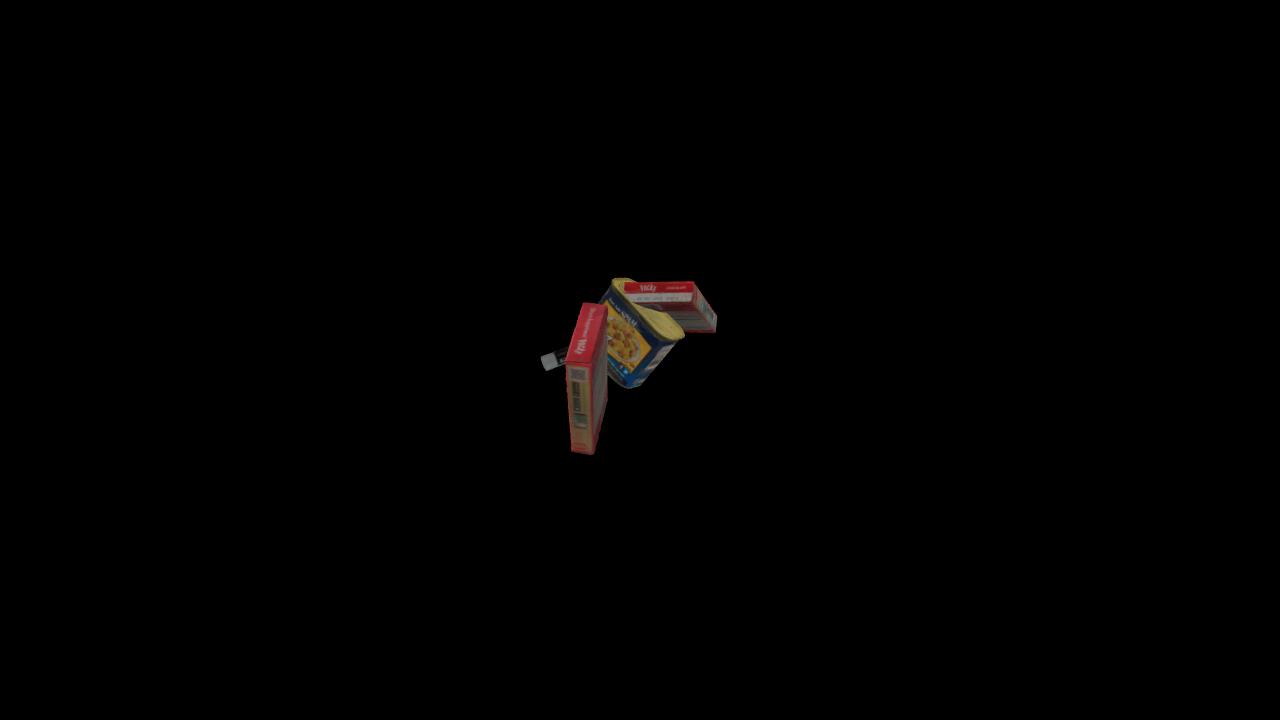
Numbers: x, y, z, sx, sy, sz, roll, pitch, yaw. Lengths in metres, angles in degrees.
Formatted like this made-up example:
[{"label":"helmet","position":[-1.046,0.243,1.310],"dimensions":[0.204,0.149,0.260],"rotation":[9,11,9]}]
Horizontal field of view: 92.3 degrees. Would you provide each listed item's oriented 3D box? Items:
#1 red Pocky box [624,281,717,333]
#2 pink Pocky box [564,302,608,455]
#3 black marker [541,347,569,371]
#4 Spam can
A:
[{"label":"red Pocky box","position":[0.040,-0.061,0.746],"dimensions":[0.083,0.028,0.155],"rotation":[1,-10,17]},{"label":"pink Pocky box","position":[-0.054,0.023,0.651],"dimensions":[0.029,0.084,0.155],"rotation":[8,-42,4]},{"label":"black marker","position":[-0.060,-0.016,0.745],"dimensions":[0.121,0.020,0.020],"rotation":[-21,6,-16]},{"label":"Spam can","position":[-0.013,-0.030,0.706],"dimensions":[0.085,0.101,0.058],"rotation":[-51,-20,26]}]
